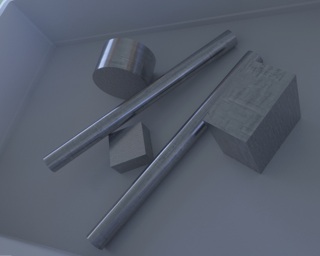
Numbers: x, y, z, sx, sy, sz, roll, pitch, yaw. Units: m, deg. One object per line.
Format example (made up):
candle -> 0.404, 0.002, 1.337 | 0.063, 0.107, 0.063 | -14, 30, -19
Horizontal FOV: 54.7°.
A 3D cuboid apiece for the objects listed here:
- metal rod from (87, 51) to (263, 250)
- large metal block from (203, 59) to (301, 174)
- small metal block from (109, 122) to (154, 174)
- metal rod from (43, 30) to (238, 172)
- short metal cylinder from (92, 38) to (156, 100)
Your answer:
metal rod -> 0.023, 0.022, 0.379 | 0.300, 0.025, 0.025 | -49, 52, -7
large metal block -> 0.100, -0.010, 0.324 | 0.050, 0.080, 0.080 | 32, 79, 37
small metal block -> -0.038, 0.026, 0.408 | 0.050, 0.025, 0.050 | -21, 54, 15
metal rod -> -0.023, -0.039, 0.418 | 0.301, 0.025, 0.025 | -35, 51, -4
short metal cylinder -> -0.050, -0.083, 0.446 | 0.080, 0.080, 0.050 | -1, 62, 27
